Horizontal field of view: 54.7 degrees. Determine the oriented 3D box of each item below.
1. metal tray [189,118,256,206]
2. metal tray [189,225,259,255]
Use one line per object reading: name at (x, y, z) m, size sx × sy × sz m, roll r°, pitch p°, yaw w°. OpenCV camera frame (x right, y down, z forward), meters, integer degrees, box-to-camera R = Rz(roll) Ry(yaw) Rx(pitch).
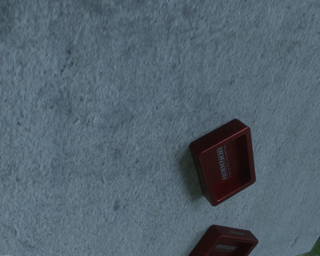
metal tray at (0.105, 0.058, 0.499) m, size 0.091 × 0.030 × 0.129 m, roll -28°, pitch 128°, yaw -11°
metal tray at (0.132, 0.247, 0.631) m, size 0.131 × 0.030 × 0.090 m, roll 22°, pitch 107°, yaw -37°
